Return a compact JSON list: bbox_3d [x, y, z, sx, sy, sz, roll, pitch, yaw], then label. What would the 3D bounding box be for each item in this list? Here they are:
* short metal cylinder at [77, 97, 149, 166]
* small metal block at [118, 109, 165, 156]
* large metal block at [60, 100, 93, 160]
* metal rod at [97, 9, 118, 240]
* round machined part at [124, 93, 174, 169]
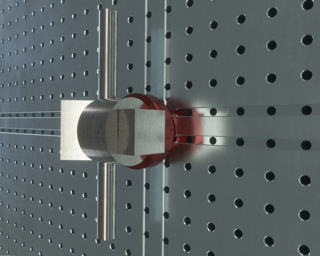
[{"bbox_3d":[-0.051,0.004,0.374,0.050,0.081,0.079,1,91,40],"label":"short metal cylinder"},{"bbox_3d":[-0.020,0.004,0.353,0.025,0.050,0.050,2,91,40],"label":"small metal block"},{"bbox_3d":[-0.108,0.002,0.452,0.050,0.080,0.079,1,91,-1],"label":"large metal block"},{"bbox_3d":[-0.070,-0.004,0.410,0.025,0.025,0.298,1,91,39],"label":"metal rod"},{"bbox_3d":[-0.020,0.004,0.411,0.098,0.042,0.097,0,90,39],"label":"round machined part"}]
